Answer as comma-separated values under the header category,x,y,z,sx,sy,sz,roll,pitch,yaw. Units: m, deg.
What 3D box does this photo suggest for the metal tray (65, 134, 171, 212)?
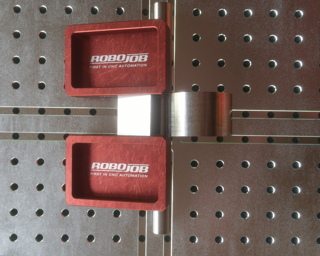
category,x,y,z,sx,sy,sz,roll,pitch,yaw
metal tray,-0.053,0.054,0.393,0.131,0.030,0.089,1,90,12

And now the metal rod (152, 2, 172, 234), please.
category,x,y,z,sx,sy,sz,roll,pitch,yaw
metal rod,0.003,-0.013,0.409,0.025,0.025,0.298,0,90,0

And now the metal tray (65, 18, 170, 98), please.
category,x,y,z,sx,sy,sz,roll,pitch,yaw
metal tray,-0.054,-0.085,0.393,0.131,0.030,0.089,0,90,12

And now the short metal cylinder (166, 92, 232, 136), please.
category,x,y,z,sx,sy,sz,roll,pitch,yaw
short metal cylinder,0.048,-0.016,0.383,0.081,0.080,0.050,0,90,0

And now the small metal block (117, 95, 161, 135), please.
category,x,y,z,sx,sy,sz,roll,pitch,yaw
small metal block,-0.027,-0.016,0.399,0.050,0.025,0.050,1,90,31
